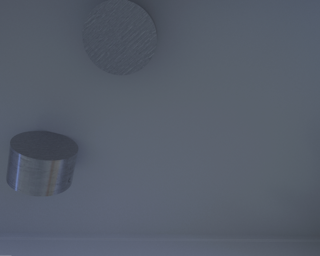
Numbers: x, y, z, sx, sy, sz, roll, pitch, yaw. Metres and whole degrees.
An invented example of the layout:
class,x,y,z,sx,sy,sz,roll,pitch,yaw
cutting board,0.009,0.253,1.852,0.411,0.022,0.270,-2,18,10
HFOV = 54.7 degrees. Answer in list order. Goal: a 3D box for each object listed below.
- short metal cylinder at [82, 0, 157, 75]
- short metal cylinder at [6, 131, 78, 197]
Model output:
class,x,y,z,sx,sy,sz,roll,pitch,yaw
short metal cylinder,-0.044,-0.105,0.359,0.081,0.050,0.079,0,110,0
short metal cylinder,-0.150,0.043,0.397,0.080,0.080,0.050,14,110,-5
